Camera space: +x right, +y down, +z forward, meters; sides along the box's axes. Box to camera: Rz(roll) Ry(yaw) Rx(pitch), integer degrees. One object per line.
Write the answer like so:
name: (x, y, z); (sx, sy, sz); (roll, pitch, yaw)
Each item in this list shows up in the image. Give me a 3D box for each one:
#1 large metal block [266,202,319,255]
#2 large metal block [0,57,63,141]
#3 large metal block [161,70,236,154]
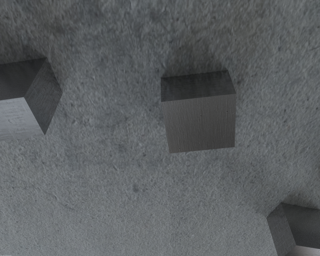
large metal block: (0.241, 0.181, 0.530); (0.081, 0.080, 0.050); (13, 129, -11)
large metal block: (-0.164, -0.031, 0.342); (0.080, 0.080, 0.050); (-7, 130, 5)
large metal block: (0.046, -0.018, 0.376); (0.080, 0.050, 0.080); (-6, 130, 4)
